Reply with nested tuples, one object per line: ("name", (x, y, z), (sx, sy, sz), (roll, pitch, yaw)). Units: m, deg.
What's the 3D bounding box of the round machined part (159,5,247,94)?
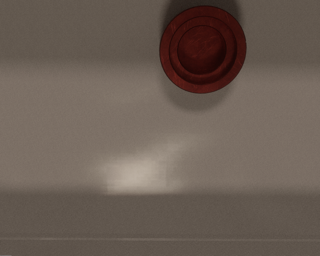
("round machined part", (0.049, -0.093, 0.369), (0.099, 0.042, 0.097), (0, 110, -1))
